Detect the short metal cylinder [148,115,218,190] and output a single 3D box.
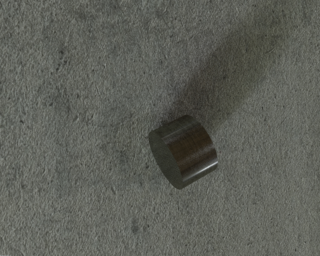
[{"bbox_3d":[0.027,0.030,0.390,0.050,0.080,0.080,-26,99,-18],"label":"short metal cylinder"}]
